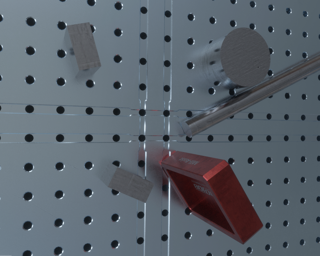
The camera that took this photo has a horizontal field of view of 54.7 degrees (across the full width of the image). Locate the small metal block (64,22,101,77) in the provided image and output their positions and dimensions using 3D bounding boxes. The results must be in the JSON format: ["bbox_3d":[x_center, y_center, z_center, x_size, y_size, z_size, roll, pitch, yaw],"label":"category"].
[{"bbox_3d":[-0.092,-0.091,0.366,0.025,0.050,0.050,-17,96,-20],"label":"small metal block"}]

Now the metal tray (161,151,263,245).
[{"bbox_3d":[0.056,0.078,0.379,0.030,0.130,0.090,-34,102,-17],"label":"metal tray"}]

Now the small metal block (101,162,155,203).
[{"bbox_3d":[-0.042,0.067,0.385,0.050,0.050,0.025,28,81,-18],"label":"small metal block"}]

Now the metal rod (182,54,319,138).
[{"bbox_3d":[0.166,-0.061,0.475,0.302,0.025,0.025,-26,99,-19],"label":"metal rod"}]

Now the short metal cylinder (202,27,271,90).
[{"bbox_3d":[0.108,-0.096,0.440,0.081,0.050,0.079,0,90,-21],"label":"short metal cylinder"}]
